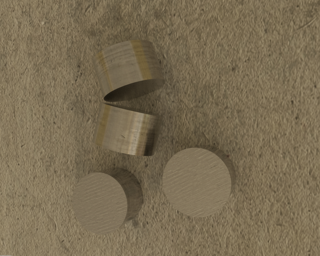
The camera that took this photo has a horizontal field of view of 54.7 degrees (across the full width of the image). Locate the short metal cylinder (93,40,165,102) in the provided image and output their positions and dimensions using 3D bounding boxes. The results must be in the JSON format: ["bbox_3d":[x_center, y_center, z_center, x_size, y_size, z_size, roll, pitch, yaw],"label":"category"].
[{"bbox_3d":[-0.039,-0.070,0.393,0.080,0.080,0.050,-19,84,19],"label":"short metal cylinder"}]

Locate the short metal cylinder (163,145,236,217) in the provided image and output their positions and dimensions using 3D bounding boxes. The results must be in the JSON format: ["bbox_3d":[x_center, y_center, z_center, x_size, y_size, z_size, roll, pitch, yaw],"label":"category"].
[{"bbox_3d":[0.049,0.062,0.378,0.080,0.050,0.080,0,90,20],"label":"short metal cylinder"}]

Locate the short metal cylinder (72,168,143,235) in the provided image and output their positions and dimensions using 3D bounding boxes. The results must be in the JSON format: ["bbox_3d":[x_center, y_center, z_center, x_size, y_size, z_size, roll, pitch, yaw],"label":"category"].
[{"bbox_3d":[-0.070,0.097,0.420,0.080,0.050,0.080,0,90,20],"label":"short metal cylinder"}]

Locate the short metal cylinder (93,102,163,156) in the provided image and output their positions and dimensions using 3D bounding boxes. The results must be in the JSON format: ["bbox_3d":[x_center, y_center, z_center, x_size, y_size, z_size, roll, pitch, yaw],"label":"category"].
[{"bbox_3d":[-0.041,0.000,0.394,0.080,0.080,0.050,15,95,19],"label":"short metal cylinder"}]
